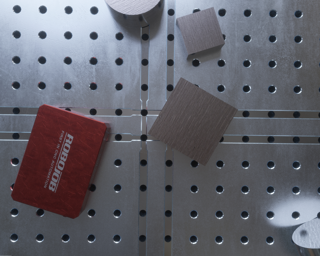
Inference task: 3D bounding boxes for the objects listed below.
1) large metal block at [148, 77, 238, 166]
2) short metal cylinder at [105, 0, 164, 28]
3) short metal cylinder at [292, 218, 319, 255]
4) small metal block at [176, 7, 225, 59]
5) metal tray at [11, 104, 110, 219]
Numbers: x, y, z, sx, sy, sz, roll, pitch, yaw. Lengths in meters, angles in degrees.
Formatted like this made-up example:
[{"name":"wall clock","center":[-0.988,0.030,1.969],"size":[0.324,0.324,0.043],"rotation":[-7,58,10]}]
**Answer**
[{"name":"large metal block","center":[0.040,-0.008,0.401],"size":[0.080,0.050,0.080],"rotation":[30,90,0]},{"name":"short metal cylinder","center":[-0.033,-0.177,0.400],"size":[0.081,0.050,0.079],"rotation":[0,90,0]},{"name":"short metal cylinder","center":[0.216,0.151,0.388],"size":[0.080,0.080,0.050],"rotation":[-23,90,0]},{"name":"small metal block","center":[0.053,-0.126,0.414],"size":[0.050,0.025,0.050],"rotation":[-18,90,0]},{"name":"metal tray","center":[-0.129,0.043,0.410],"size":[0.090,0.030,0.129],"rotation":[18,90,0]}]
